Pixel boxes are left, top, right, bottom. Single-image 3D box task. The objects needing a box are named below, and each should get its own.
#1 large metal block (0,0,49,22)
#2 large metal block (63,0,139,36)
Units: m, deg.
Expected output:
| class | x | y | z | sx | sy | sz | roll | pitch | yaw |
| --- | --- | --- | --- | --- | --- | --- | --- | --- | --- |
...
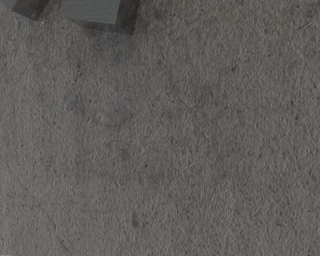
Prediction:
| class | x | y | z | sx | sy | sz | roll | pitch | yaw |
| --- | --- | --- | --- | --- | --- | --- | --- | --- | --- |
| large metal block | -0.210 | -0.225 | 0.470 | 0.080 | 0.050 | 0.080 | 41 | 103 | 15 |
| large metal block | -0.076 | -0.178 | 0.422 | 0.080 | 0.050 | 0.080 | 14 | 95 | 19 |
